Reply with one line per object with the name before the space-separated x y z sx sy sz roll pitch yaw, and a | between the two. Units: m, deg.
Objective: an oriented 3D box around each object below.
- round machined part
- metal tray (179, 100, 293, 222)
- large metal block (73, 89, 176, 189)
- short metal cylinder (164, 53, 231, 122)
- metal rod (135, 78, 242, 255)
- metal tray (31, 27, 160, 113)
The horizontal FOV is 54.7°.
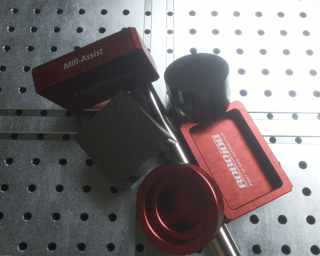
round machined part | 0.025 0.088 0.352 0.098 0.042 0.097 -3 84 28
metal tray | 0.091 0.040 0.391 0.091 0.030 0.130 -24 72 -9
large metal block | -0.040 0.014 0.370 0.080 0.050 0.080 -45 76 4
short metal cylinder | 0.049 -0.053 0.399 0.080 0.050 0.080 -7 46 8
metal rod | 0.020 0.028 0.397 0.025 0.025 0.299 -24 72 -8
metal tray | -0.074 -0.066 0.382 0.130 0.090 0.030 -21 73 8
